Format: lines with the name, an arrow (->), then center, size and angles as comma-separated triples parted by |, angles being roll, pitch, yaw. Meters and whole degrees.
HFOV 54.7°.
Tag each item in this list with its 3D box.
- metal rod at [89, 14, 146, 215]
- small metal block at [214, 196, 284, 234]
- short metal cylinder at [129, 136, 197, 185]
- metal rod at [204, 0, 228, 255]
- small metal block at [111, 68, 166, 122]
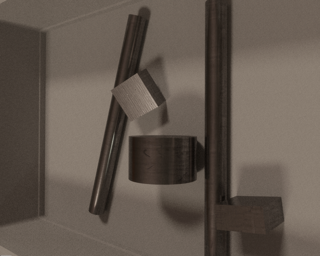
metal rod -> -0.065, -0.012, 0.457 | 0.025, 0.025, 0.298 | 22, 104, 37
small metal block -> 0.091, 0.086, 0.314 | 0.050, 0.050, 0.025 | -9, 85, 39
short metal cylinder -> 0.003, 0.035, 0.367 | 0.080, 0.081, 0.050 | 1, 91, 39
metal rod -> 0.064, 0.006, 0.352 | 0.025, 0.025, 0.298 | 0, 90, 39
small metal block -> -0.029, -0.044, 0.414 | 0.050, 0.025, 0.050 | -27, 100, 33
